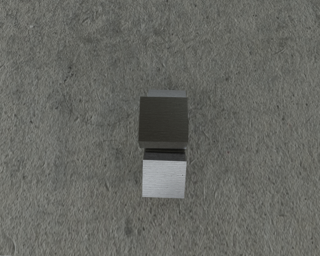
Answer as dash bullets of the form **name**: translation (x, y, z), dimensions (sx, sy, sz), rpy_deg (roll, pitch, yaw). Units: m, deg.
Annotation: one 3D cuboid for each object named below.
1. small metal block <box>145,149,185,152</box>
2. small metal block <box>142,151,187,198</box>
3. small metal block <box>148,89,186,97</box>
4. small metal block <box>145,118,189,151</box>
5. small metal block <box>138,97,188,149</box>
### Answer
- **small metal block**: translation (0.006, 0.020, 0.403), dimensions (0.050, 0.025, 0.050), rpy_deg (2, 70, 0)
- **small metal block**: translation (0.005, 0.056, 0.375), dimensions (0.050, 0.025, 0.050), rpy_deg (2, 111, 0)
- **small metal block**: translation (0.009, -0.027, 0.407), dimensions (0.050, 0.025, 0.050), rpy_deg (2, 34, 1)
- **small metal block**: translation (0.006, 0.008, 0.366), dimensions (0.050, 0.050, 0.025), rpy_deg (2, 70, 0)
- **small metal block**: translation (0.004, -0.005, 0.332), dimensions (0.050, 0.025, 0.050), rpy_deg (1, 70, 0)
